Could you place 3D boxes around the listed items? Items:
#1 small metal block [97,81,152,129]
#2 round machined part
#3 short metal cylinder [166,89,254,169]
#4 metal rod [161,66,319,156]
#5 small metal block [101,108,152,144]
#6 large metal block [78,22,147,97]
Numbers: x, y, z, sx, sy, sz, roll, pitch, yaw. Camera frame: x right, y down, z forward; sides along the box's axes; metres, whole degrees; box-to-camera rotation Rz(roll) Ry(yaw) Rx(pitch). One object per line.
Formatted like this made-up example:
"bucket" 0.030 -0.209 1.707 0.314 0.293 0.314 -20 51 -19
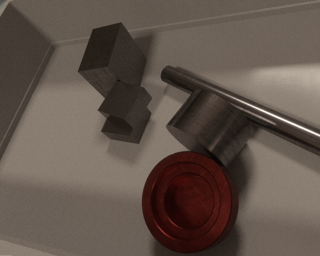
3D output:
"small metal block" -0.047 -0.032 0.417 0.050 0.025 0.050 19 71 34
"round machined part" 0.034 0.075 0.321 0.098 0.042 0.098 -9 71 29
"short metal cylinder" 0.054 0.003 0.340 0.080 0.080 0.050 32 79 37
"metal rod" 0.112 -0.015 0.355 0.300 0.025 0.025 32 79 37
"small metal block" -0.047 -0.008 0.434 0.050 0.025 0.050 7 65 31
"large metal block" -0.067 -0.095 0.462 0.050 0.080 0.080 -4 60 26
